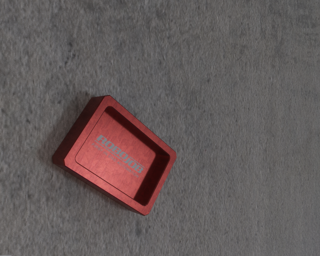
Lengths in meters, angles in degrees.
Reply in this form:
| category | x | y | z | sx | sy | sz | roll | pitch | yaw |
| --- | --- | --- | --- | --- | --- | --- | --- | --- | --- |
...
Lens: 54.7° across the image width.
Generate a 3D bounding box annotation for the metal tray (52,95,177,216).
| category | x | y | z | sx | sy | sz | roll | pitch | yaw |
| --- | --- | --- | --- | --- | --- | --- | --- | --- | --- |
| metal tray | -0.046 | 0.034 | 0.364 | 0.130 | 0.030 | 0.090 | 42 | 64 | -32 |
